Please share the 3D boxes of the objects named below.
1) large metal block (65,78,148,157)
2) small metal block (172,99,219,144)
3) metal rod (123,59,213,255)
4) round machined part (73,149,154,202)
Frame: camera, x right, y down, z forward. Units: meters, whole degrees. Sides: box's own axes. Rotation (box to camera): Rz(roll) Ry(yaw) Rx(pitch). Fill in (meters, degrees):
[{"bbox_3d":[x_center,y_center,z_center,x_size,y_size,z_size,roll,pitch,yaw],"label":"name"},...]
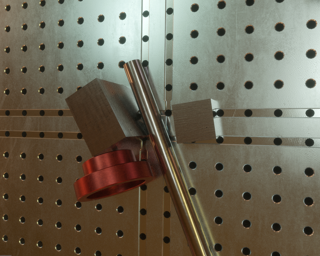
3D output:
[{"bbox_3d":[-0.064,-0.013,0.405,0.050,0.080,0.080,-31,80,17],"label":"large metal block"},{"bbox_3d":[0.046,-0.008,0.396,0.050,0.025,0.050,-8,87,19],"label":"small metal block"},{"bbox_3d":[0.013,0.051,0.407,0.025,0.025,0.299,-23,83,18],"label":"metal rod"},{"bbox_3d":[-0.061,0.059,0.395,0.098,0.098,0.042,-24,73,18],"label":"round machined part"}]
